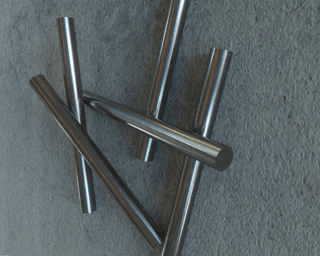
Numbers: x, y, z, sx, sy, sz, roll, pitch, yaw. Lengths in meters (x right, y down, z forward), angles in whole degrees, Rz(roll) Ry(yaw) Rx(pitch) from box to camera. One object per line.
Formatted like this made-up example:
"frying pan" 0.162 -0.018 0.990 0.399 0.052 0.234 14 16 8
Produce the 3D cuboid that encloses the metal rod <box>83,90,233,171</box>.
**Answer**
"metal rod" -0.033 -0.011 0.399 0.300 0.025 0.025 23 105 48

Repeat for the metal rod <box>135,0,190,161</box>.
"metal rod" 0.012 -0.102 0.395 0.025 0.025 0.298 21 103 38

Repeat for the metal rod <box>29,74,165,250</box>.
"metal rod" -0.094 0.040 0.439 0.300 0.025 0.025 50 121 12

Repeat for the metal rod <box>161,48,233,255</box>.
"metal rod" 0.037 0.056 0.374 0.025 0.025 0.298 21 103 38

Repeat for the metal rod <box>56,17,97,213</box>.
"metal rod" -0.128 -0.014 0.478 0.025 0.025 0.298 2 101 40
